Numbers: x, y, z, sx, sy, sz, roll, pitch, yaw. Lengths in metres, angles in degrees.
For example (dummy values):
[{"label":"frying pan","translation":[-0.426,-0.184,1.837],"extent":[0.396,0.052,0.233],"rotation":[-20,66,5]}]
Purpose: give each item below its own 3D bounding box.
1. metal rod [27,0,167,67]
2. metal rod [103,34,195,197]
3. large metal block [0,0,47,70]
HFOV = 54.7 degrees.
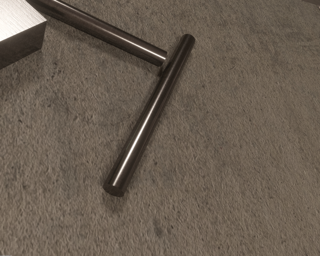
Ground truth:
[{"label":"metal rod","translation":[-0.129,-0.160,0.432],"extent":[0.302,0.025,0.025],"rotation":[22,53,-15]},{"label":"metal rod","translation":[-0.002,-0.040,0.428],"extent":[0.025,0.025,0.301],"rotation":[31,51,-9]},{"label":"large metal block","translation":[-0.194,-0.119,0.356],"extent":[0.080,0.050,0.080],"rotation":[43,51,1]}]
